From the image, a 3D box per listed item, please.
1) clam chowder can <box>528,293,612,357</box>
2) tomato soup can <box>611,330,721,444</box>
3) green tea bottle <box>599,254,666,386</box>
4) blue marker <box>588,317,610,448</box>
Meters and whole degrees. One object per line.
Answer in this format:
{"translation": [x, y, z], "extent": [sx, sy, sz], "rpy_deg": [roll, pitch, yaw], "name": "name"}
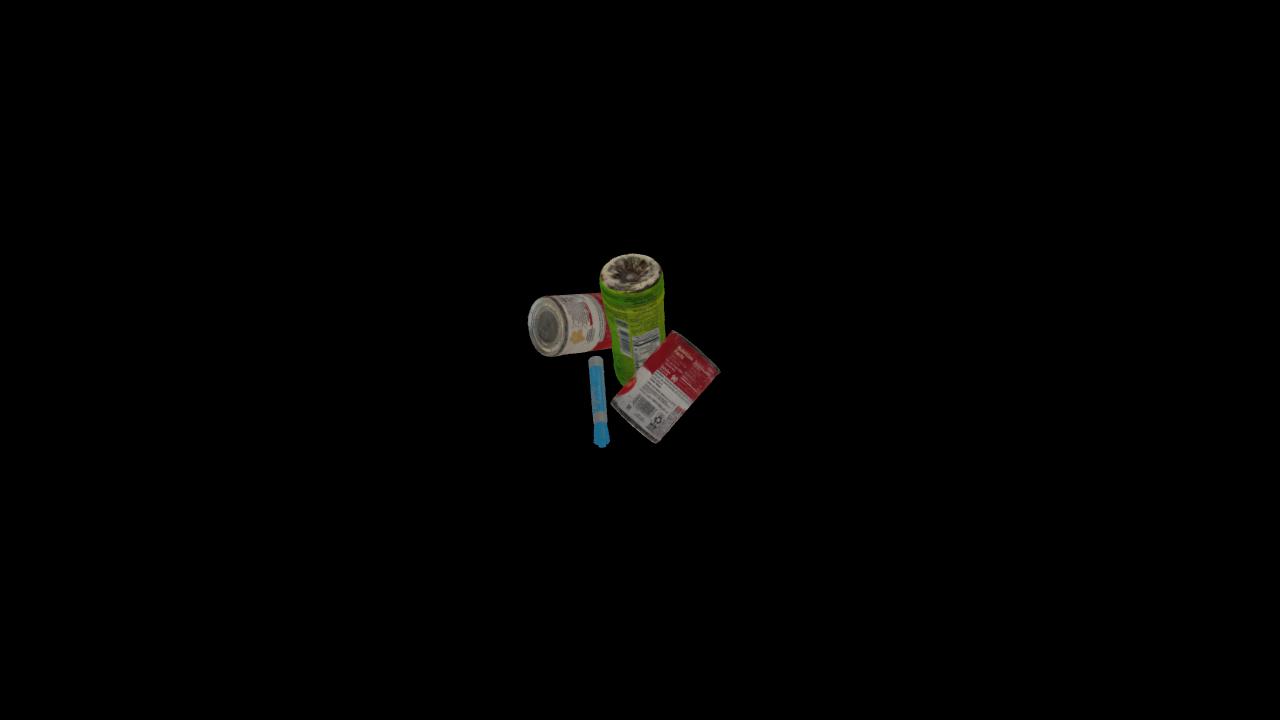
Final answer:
{"translation": [-0.066, -0.041, 0.691], "extent": [0.068, 0.068, 0.102], "rpy_deg": [0, 7, 44], "name": "clam chowder can"}
{"translation": [0.026, 0.029, 0.639], "extent": [0.068, 0.101, 0.068], "rpy_deg": [41, -1, 1], "name": "tomato soup can"}
{"translation": [-0.002, -0.020, 0.717], "extent": [0.073, 0.212, 0.073], "rpy_deg": [-2, 44, 2], "name": "green tea bottle"}
{"translation": [-0.050, 0.050, 0.740], "extent": [0.020, 0.121, 0.020], "rpy_deg": [-5, -33, -3], "name": "blue marker"}
